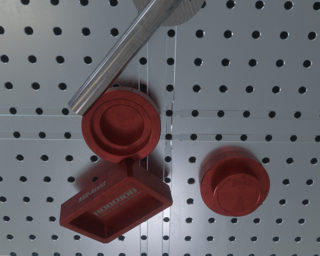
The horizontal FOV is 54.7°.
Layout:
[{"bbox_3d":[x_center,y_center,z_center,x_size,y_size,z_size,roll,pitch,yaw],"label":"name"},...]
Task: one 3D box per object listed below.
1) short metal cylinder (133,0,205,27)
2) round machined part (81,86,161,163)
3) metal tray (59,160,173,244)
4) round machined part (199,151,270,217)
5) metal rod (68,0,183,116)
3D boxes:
[{"bbox_3d":[0.009,-0.155,0.343,0.081,0.050,0.079,0,110,0],"label":"short metal cylinder"},{"bbox_3d":[-0.048,-0.006,0.401,0.099,0.042,0.097,0,110,0],"label":"round machined part"},{"bbox_3d":[-0.060,0.105,0.425,0.130,0.030,0.090,-35,129,18],"label":"metal tray"},{"bbox_3d":[0.106,0.085,0.437,0.099,0.042,0.097,0,110,0],"label":"round machined part"},{"bbox_3d":[0.005,-0.128,0.313,0.025,0.025,0.299,39,105,-13],"label":"metal rod"}]
